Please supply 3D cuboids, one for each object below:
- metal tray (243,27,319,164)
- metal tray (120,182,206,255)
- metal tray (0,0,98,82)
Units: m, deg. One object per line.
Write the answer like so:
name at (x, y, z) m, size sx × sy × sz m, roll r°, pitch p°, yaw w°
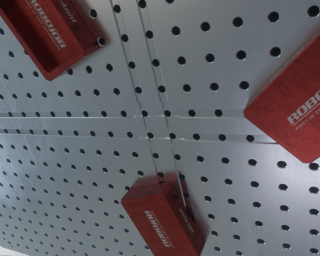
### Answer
metal tray at (0.159, -0.034, 0.304) m, size 0.090 × 0.030 × 0.129 m, roll 39°, pitch 129°, yaw 2°
metal tray at (0.005, 0.153, 0.500) m, size 0.090 × 0.030 × 0.130 m, roll -17°, pitch 110°, yaw 34°
metal tray at (-0.151, -0.137, 0.403) m, size 0.090 × 0.030 × 0.130 m, roll -23°, pitch 106°, yaw 36°
